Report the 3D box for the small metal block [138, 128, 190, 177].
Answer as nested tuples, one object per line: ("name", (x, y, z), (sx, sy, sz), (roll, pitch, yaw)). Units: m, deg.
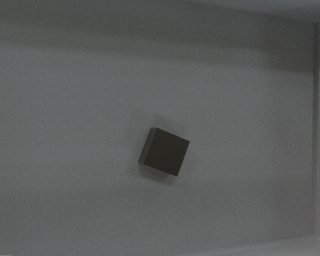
("small metal block", (0.005, 0.032, 0.414), (0.050, 0.025, 0.050), (23, 82, -19))
